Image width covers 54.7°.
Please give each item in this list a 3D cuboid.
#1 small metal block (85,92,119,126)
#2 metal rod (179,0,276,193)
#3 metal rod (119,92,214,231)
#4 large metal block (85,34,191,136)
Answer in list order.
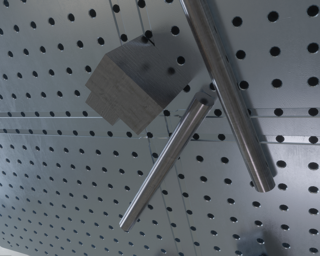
[{"bbox_3d":[-0.067,-0.040,0.422,0.050,0.025,0.050,41,129,0],"label":"small metal block"},{"bbox_3d":[0.069,-0.055,0.340,0.025,0.025,0.299,-14,112,34],"label":"metal rod"},{"bbox_3d":[-0.004,0.068,0.455,0.025,0.025,0.298,33,129,6],"label":"metal rod"},{"bbox_3d":[-0.022,-0.052,0.356,0.080,0.080,0.050,44,129,-2],"label":"large metal block"}]
